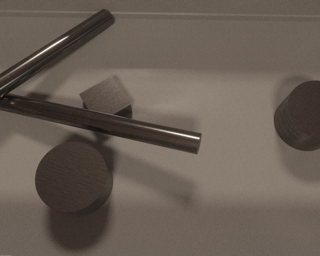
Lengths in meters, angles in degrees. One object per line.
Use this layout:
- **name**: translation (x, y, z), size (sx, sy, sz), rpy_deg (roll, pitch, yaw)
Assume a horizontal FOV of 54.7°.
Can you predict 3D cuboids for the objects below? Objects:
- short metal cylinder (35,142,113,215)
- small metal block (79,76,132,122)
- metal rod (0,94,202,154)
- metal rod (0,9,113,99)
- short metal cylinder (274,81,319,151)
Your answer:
- **short metal cylinder**: translation (-0.100, 0.062, 0.373), size (0.081, 0.050, 0.080), rpy_deg (0, 70, 0)
- **small metal block**: translation (-0.073, -0.034, 0.421), size (0.050, 0.025, 0.050), rpy_deg (-31, 73, -11)
- **metal rod**: translation (-0.099, -0.012, 0.389), size (0.301, 0.025, 0.025), rpy_deg (12, 70, 13)
- **metal rod**: translation (-0.181, -0.075, 0.410), size (0.025, 0.025, 0.301), rpy_deg (41, 65, 13)
- **short metal cylinder**: translation (0.198, -0.015, 0.404), size (0.081, 0.050, 0.080), rpy_deg (0, 70, 0)
